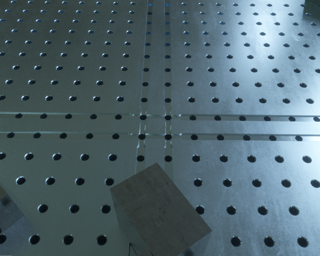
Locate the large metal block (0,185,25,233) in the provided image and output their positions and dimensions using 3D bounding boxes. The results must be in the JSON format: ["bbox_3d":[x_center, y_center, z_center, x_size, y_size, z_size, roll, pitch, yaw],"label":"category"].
[{"bbox_3d":[-0.206,0.081,0.321,0.080,0.050,0.080,37,59,26],"label":"large metal block"}]

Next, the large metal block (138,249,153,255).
[{"bbox_3d":[-0.031,0.151,0.245,0.081,0.080,0.050,-24,54,-19],"label":"large metal block"}]

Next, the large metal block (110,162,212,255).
[{"bbox_3d":[-0.001,0.094,0.293,0.050,0.080,0.080,-27,56,-22],"label":"large metal block"}]

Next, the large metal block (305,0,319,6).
[{"bbox_3d":[0.364,-0.286,0.636,0.080,0.050,0.080,-37,60,-27],"label":"large metal block"}]
